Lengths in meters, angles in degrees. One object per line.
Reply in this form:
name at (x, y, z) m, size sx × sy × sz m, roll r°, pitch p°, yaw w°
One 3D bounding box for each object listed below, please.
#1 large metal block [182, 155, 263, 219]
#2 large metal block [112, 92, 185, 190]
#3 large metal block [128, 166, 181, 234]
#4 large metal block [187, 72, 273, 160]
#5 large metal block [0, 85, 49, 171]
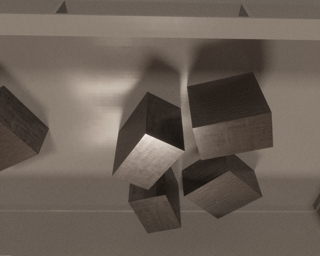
large metal block at (0.091, 0.083, 0.465) m, size 0.080 × 0.050 × 0.080 m, roll -37°, pitch 122°, yaw 26°
large metal block at (-0.015, 0.016, 0.386) m, size 0.050 × 0.080 × 0.080 m, roll 25°, pitch 126°, yaw -20°
large metal block at (-0.006, 0.094, 0.453) m, size 0.050 × 0.080 × 0.080 m, roll -13°, pitch 129°, yaw 11°
large metal block at (0.079, -0.015, 0.361) m, size 0.080 × 0.080 × 0.050 m, roll -12°, pitch 129°, yaw 9°
large metal block at (-0.206, 0.005, 0.394) m, size 0.080 × 0.050 × 0.080 m, roll -23°, pitch 127°, yaw 18°
